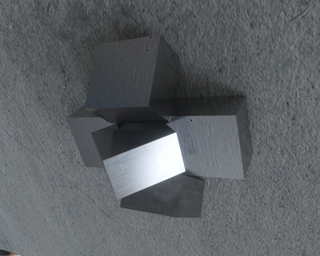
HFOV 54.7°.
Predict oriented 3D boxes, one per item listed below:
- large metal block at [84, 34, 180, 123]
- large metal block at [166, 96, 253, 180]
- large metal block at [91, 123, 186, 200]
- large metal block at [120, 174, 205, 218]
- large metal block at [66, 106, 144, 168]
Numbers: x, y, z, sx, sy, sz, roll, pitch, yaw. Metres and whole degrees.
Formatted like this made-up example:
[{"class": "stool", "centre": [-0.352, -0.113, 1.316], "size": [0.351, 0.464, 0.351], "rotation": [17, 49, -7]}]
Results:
[{"class": "large metal block", "centre": [-0.029, -0.051, 0.348], "size": [0.080, 0.080, 0.050], "rotation": [0, 162, 28]}, {"class": "large metal block", "centre": [0.059, 0.010, 0.363], "size": [0.080, 0.050, 0.080], "rotation": [0, 119, 28]}, {"class": "large metal block", "centre": [-0.028, 0.027, 0.360], "size": [0.080, 0.081, 0.050], "rotation": [-137, 29, -61]}, {"class": "large metal block", "centre": [0.006, 0.088, 0.415], "size": [0.080, 0.080, 0.050], "rotation": [2, 76, 28]}, {"class": "large metal block", "centre": [-0.072, 0.009, 0.434], "size": [0.080, 0.050, 0.080], "rotation": [0, 118, 28]}]
